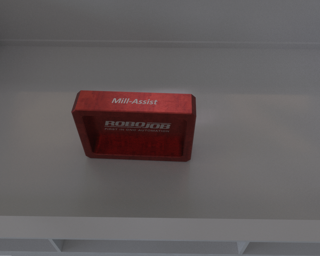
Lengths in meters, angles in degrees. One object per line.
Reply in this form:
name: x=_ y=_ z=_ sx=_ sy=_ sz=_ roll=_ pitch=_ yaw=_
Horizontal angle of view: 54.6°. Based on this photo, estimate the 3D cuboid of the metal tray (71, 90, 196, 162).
metal tray: x=-0.027 y=0.000 z=0.362 sx=0.131 sy=0.090 sz=0.030 roll=2 pitch=50 yaw=2
